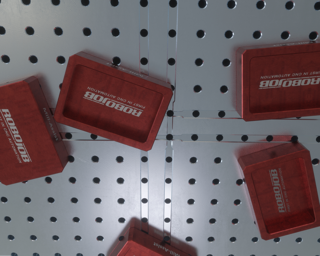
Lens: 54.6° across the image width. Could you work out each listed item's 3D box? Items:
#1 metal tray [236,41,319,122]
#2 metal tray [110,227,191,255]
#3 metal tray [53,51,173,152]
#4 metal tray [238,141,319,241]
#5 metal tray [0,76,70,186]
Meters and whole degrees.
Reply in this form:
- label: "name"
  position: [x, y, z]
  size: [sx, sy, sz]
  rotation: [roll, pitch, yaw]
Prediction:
- label: "metal tray"
  position: [0.165, -0.060, 0.389]
  size: [0.131, 0.030, 0.089]
  rotation: [-5, 110, 1]
- label: "metal tray"
  position: [-0.013, 0.225, 0.493]
  size: [0.130, 0.030, 0.090]
  rotation: [30, 107, -11]
- label: "metal tray"
  position: [-0.059, -0.033, 0.398]
  size: [0.131, 0.030, 0.089]
  rotation: [19, 109, -7]
- label: "metal tray"
  position: [0.174, 0.092, 0.445]
  size: [0.090, 0.030, 0.129]
  rotation: [-18, 109, 6]
- label: "metal tray"
  position: [-0.187, 0.006, 0.411]
  size: [0.090, 0.030, 0.129]
  rotation: [-14, 110, 5]
